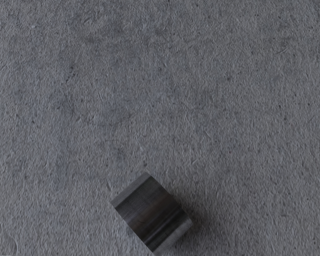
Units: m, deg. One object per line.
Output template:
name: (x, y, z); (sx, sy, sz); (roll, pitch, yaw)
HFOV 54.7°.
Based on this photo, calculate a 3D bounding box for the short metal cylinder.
short metal cylinder: (-0.009, 0.095, 0.344); (0.050, 0.080, 0.080); (-41, 75, -13)
